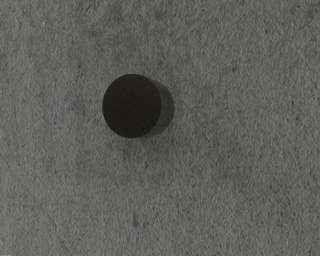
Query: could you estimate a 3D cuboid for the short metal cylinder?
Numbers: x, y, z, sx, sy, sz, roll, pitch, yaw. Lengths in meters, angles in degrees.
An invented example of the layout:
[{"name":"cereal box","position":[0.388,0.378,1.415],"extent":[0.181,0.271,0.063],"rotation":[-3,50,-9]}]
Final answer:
[{"name":"short metal cylinder","position":[-0.027,-0.027,0.406],"extent":[0.080,0.050,0.080],"rotation":[0,90,20]}]
